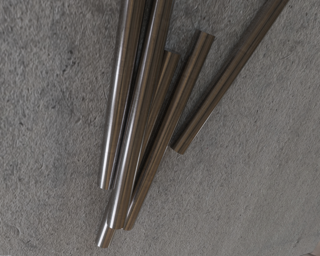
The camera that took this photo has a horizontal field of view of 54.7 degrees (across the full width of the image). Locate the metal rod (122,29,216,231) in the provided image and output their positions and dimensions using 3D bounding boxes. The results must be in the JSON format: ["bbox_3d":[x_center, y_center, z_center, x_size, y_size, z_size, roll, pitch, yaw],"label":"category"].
[{"bbox_3d":[0.001,0.017,0.417,0.025,0.025,0.298,9,114,-32],"label":"metal rod"}]

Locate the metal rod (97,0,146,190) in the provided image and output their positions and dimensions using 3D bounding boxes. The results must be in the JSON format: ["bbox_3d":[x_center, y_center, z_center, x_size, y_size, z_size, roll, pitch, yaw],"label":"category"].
[{"bbox_3d":[-0.042,-0.057,0.348,0.025,0.025,0.298,-2,120,-28],"label":"metal rod"}]

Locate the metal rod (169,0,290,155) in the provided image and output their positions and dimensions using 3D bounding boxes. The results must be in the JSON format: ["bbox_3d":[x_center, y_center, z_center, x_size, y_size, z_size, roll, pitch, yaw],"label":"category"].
[{"bbox_3d":[0.103,-0.092,0.405,0.025,0.025,0.299,24,106,-37],"label":"metal rod"}]

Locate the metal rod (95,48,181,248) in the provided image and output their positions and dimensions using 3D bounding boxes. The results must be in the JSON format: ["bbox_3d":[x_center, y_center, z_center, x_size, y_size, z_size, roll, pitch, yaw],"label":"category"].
[{"bbox_3d":[-0.036,0.041,0.411,0.025,0.025,0.298,7,115,-32],"label":"metal rod"}]

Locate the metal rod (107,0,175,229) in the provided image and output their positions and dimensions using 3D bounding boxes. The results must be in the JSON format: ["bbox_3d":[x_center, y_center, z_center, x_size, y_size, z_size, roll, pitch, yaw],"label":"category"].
[{"bbox_3d":[-0.026,-0.010,0.365,0.025,0.025,0.298,2,112,-30],"label":"metal rod"}]
